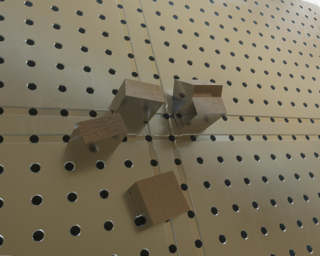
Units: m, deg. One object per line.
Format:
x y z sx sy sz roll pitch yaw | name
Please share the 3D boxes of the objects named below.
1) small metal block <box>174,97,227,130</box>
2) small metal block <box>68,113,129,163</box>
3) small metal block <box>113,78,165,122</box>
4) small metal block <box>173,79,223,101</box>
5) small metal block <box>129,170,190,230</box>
0.056 -0.020 0.433 0.050 0.050 0.025 -4 67 -30 | small metal block
-0.070 0.011 0.347 0.050 0.050 0.025 -16 70 -34 | small metal block
-0.029 -0.034 0.397 0.050 0.050 0.025 8 58 -24 | small metal block
0.054 -0.054 0.452 0.050 0.050 0.025 -4 108 -30 | small metal block
-0.001 0.082 0.357 0.050 0.025 0.050 -12 68 -33 | small metal block
